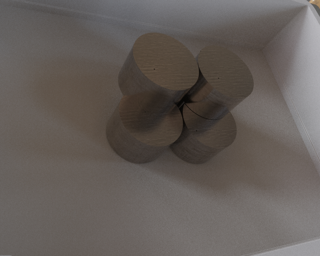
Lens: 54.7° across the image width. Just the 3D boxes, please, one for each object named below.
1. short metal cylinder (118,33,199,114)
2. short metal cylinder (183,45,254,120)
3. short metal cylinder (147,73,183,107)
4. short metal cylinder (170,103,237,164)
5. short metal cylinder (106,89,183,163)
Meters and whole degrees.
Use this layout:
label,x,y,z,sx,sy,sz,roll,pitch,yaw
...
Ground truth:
label,x,y,z,sx,sy,sz,roll,pitch,yaw
short metal cylinder,-0.002,-0.063,0.360,0.081,0.050,0.080,14,56,-21
short metal cylinder,0.071,-0.058,0.395,0.081,0.050,0.080,14,56,-21
short metal cylinder,0.005,-0.062,0.428,0.081,0.050,0.080,14,56,-21
short metal cylinder,0.054,0.002,0.415,0.081,0.050,0.080,14,56,-21
short metal cylinder,-0.019,-0.003,0.379,0.081,0.050,0.080,14,56,-21
